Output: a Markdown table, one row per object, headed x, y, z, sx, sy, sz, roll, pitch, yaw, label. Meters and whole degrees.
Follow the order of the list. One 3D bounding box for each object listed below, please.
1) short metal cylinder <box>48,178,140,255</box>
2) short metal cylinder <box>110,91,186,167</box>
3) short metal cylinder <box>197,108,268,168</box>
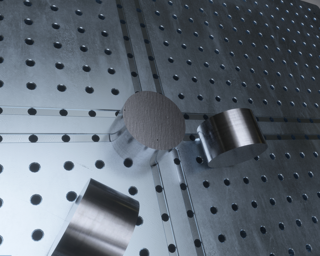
| x | y | z | sx | sy | sz | roll | pitch | yaw | label |
| --- | --- | --- | --- | --- | --- | --- | --- | --- | --- |
| -0.060 | 0.093 | 0.283 | 0.050 | 0.080 | 0.080 | 29 | 52 | -10 | short metal cylinder |
| -0.016 | 0.001 | 0.383 | 0.081 | 0.050 | 0.080 | 14 | 56 | -21 | short metal cylinder |
| 0.096 | 0.015 | 0.415 | 0.081 | 0.080 | 0.050 | -1 | 63 | -29 | short metal cylinder |
